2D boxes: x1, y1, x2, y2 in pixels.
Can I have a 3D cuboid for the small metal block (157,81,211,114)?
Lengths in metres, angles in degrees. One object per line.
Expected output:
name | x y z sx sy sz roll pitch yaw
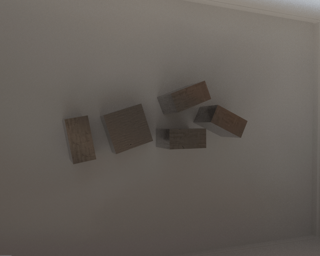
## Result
small metal block | 0.031 -0.040 0.410 0.050 0.050 0.025 -23 98 -19

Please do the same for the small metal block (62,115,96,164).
small metal block | -0.096 0.013 0.362 0.025 0.050 0.050 -12 94 -20

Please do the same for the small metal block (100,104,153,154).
small metal block | -0.043 0.001 0.396 0.050 0.025 0.050 -20 97 -19

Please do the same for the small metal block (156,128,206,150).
small metal block | 0.027 0.013 0.408 0.050 0.050 0.025 -1 91 -20

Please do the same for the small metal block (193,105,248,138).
small metal block | 0.083 -0.009 0.429 0.050 0.050 0.025 26 82 -19
